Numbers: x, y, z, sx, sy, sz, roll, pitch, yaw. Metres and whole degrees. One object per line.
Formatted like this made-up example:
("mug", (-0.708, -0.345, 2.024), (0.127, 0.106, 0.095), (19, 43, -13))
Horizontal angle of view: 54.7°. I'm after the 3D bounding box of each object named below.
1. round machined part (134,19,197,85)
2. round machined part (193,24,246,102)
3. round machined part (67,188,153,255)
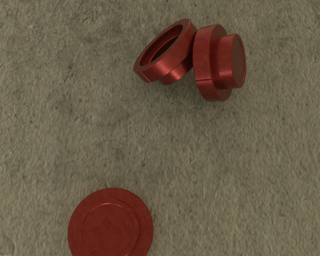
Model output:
("round machined part", (0.014, -0.096, 0.415), (0.042, 0.098, 0.098), (44, 71, -26))
("round machined part", (0.081, -0.083, 0.397), (0.042, 0.098, 0.098), (-1, 67, 30))
("round machined part", (-0.057, 0.117, 0.355), (0.099, 0.042, 0.098), (0, 70, -1))
